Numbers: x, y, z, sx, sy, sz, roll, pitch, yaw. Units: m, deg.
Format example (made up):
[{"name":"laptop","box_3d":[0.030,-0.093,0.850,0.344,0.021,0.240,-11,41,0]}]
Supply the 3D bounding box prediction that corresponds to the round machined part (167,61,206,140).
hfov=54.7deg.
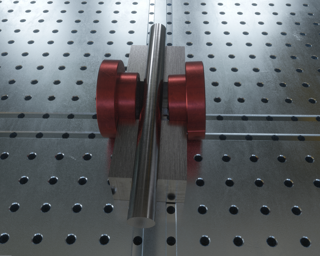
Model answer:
[{"name":"round machined part","box_3d":[0.033,-0.033,0.388,0.042,0.098,0.098,-2,50,5]}]

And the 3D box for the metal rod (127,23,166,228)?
[{"name":"metal rod","box_3d":[-0.010,-0.031,0.369,0.025,0.025,0.300,2,50,2]}]

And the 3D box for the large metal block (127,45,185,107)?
[{"name":"large metal block","box_3d":[-0.005,-0.076,0.455,0.080,0.050,0.080,2,50,1]}]

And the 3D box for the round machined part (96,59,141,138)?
[{"name":"round machined part","box_3d":[-0.048,-0.036,0.389,0.042,0.097,0.098,1,50,1]}]

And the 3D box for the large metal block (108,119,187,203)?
[{"name":"large metal block","box_3d":[-0.011,0.037,0.360,0.080,0.050,0.080,2,50,2]}]
